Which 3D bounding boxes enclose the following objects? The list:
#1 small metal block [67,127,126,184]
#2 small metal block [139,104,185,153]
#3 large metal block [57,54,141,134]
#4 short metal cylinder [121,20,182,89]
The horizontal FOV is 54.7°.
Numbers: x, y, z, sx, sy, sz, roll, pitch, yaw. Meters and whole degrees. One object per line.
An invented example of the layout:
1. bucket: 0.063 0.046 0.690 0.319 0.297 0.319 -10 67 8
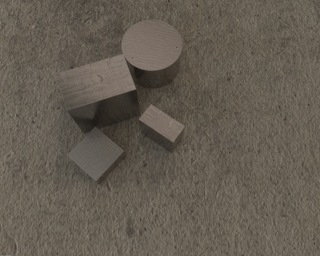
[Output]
1. small metal block: -0.080 0.035 0.395 0.050 0.025 0.050 39 74 13
2. small metal block: 0.002 0.002 0.394 0.050 0.050 0.025 34 74 11
3. large metal block: -0.073 -0.040 0.393 0.080 0.080 0.050 -18 71 -7
4. short metal cylinder: -0.011 -0.102 0.432 0.081 0.050 0.080 0 70 0
